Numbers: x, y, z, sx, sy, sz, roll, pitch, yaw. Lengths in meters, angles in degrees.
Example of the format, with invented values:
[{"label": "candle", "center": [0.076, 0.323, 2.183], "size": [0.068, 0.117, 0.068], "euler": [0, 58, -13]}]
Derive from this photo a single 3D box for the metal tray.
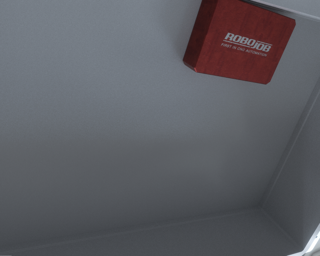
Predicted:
[{"label": "metal tray", "center": [0.102, -0.109, 0.393], "size": [0.131, 0.030, 0.089], "euler": [3, 117, -30]}]
